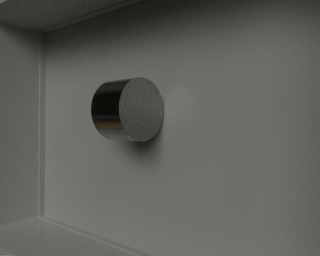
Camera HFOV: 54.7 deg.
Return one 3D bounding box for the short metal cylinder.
[{"bbox_3d":[-0.040,-0.023,0.399,0.050,0.081,0.079,0,90,40],"label":"short metal cylinder"}]
